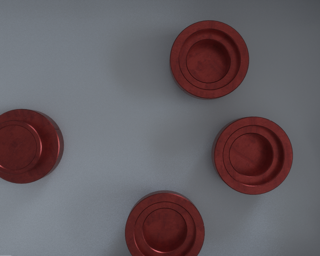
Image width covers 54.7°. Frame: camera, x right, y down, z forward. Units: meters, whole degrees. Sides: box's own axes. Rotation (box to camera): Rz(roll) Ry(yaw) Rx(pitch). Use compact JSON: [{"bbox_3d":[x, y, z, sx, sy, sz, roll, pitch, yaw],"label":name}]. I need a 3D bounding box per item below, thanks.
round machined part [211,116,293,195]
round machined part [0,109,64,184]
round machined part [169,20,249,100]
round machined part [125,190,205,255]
[{"bbox_3d":[0.116,0.034,0.405,0.099,0.042,0.097,0,90,-1],"label":"round machined part"},{"bbox_3d":[-0.180,0.024,0.401,0.099,0.042,0.097,0,90,-1],"label":"round machined part"},{"bbox_3d":[0.061,-0.085,0.404,0.099,0.042,0.097,0,90,-1],"label":"round machined part"},{"bbox_3d":[0.006,0.130,0.402,0.099,0.042,0.097,0,88,-1],"label":"round machined part"}]
